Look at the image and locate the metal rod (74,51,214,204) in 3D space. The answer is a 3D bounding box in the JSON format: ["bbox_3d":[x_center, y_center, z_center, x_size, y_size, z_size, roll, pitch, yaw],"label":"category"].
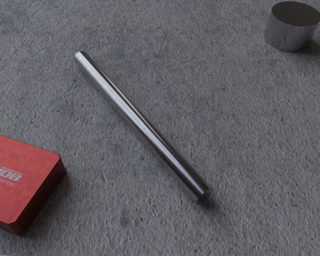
[{"bbox_3d":[-0.038,-0.018,0.417,0.025,0.025,0.300,-29,56,-22],"label":"metal rod"}]

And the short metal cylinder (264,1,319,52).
[{"bbox_3d":[0.228,-0.177,0.539,0.081,0.050,0.080,0,50,0],"label":"short metal cylinder"}]

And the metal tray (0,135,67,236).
[{"bbox_3d":[-0.188,0.055,0.351,0.131,0.030,0.090,16,52,12],"label":"metal tray"}]
